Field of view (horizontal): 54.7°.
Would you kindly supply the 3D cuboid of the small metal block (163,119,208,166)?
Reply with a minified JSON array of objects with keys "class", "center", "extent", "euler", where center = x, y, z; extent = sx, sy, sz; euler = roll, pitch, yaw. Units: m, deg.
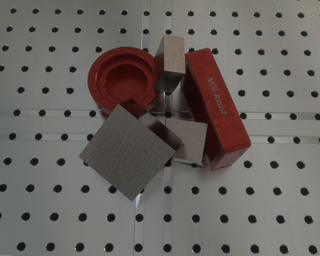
[{"class":"small metal block","center":[0.034,0.018,0.400],"extent":[0.050,0.025,0.050],"euler":[8,74,14]}]

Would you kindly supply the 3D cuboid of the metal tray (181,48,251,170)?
[{"class":"metal tray","center":[0.063,-0.021,0.386],"extent":[0.030,0.090,0.130],"euler":[-17,71,-6]}]

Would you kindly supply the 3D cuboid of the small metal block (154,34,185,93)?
[{"class":"small metal block","center":[0.011,-0.078,0.384],"extent":[0.025,0.050,0.050],"euler":[5,68,-13]}]

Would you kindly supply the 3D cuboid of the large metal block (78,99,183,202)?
[{"class":"large metal block","center":[-0.033,0.024,0.365],"extent":[0.080,0.050,0.080],"euler":[40,106,2]}]

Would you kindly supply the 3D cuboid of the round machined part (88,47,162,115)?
[{"class":"round machined part","center":[-0.045,-0.058,0.423],"extent":[0.099,0.042,0.098],"euler":[0,70,-1]}]
